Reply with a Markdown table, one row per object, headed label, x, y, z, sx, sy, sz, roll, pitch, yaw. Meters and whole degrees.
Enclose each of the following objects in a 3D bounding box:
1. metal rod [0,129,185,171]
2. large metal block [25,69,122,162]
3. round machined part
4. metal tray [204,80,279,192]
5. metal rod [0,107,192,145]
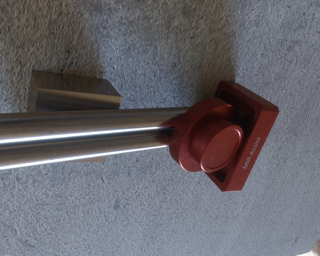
| label | x | y | z | sx | sy | sz | roll | pitch | yaw |
| --- | --- | --- | --- | --- | --- | --- | --- | --- | --- |
| metal rod | -0.032 | 0.015 | 0.343 | 0.302 | 0.025 | 0.025 | -5 | 122 | -41 |
| large metal block | -0.095 | -0.011 | 0.330 | 0.081 | 0.050 | 0.079 | 3 | 117 | -30 |
| round machined part | 0.063 | 0.015 | 0.380 | 0.099 | 0.042 | 0.097 | -23 | 133 | -27 |
| metal tray | 0.097 | 0.011 | 0.427 | 0.030 | 0.090 | 0.129 | 4 | 117 | -31 |
| metal rod | -0.024 | -0.009 | 0.333 | 0.302 | 0.025 | 0.025 | -5 | 122 | -41 |
